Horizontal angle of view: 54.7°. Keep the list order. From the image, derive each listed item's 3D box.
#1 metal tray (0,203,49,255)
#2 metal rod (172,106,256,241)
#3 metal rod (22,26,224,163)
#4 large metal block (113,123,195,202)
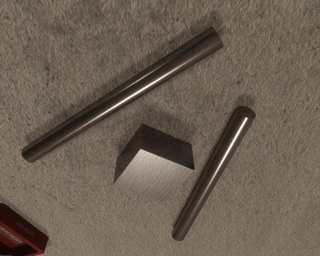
[{"bbox_3d":[-0.282,0.195,0.565,0.090,0.030,0.130,-19,128,15],"label":"metal tray"},{"bbox_3d":[0.072,0.090,0.484,0.025,0.025,0.298,11,129,-10],"label":"metal rod"},{"bbox_3d":[-0.061,-0.030,0.381,0.300,0.025,0.025,-29,125,22],"label":"metal rod"},{"bbox_3d":[-0.009,0.051,0.434,0.080,0.050,0.080,24,126,-19],"label":"large metal block"}]
